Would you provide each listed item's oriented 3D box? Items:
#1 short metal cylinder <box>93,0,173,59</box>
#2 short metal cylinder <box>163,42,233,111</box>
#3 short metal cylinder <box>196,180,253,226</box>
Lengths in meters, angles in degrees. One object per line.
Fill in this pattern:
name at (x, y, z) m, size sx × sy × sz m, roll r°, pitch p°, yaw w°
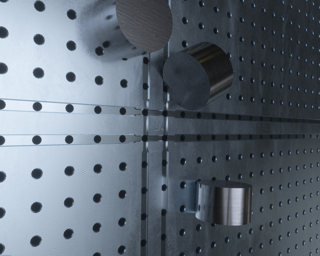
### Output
short metal cylinder at (-0.032, -0.126, 0.368) m, size 0.081 × 0.050 × 0.079 m, roll 0°, pitch 90°, yaw -40°
short metal cylinder at (0.050, -0.070, 0.418) m, size 0.050 × 0.080 × 0.080 m, roll -32°, pitch 110°, yaw -36°
short metal cylinder at (0.094, 0.107, 0.455) m, size 0.081 × 0.080 × 0.050 m, roll 5°, pitch 87°, yaw -40°
